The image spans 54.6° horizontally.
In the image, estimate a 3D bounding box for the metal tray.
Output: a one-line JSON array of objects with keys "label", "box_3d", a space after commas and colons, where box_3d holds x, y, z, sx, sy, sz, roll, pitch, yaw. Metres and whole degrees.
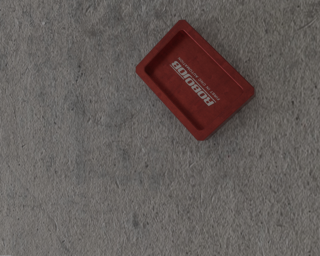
[{"label": "metal tray", "box_3d": [0.043, -0.059, 0.391, 0.090, 0.030, 0.130, -45, 76, 14]}]
